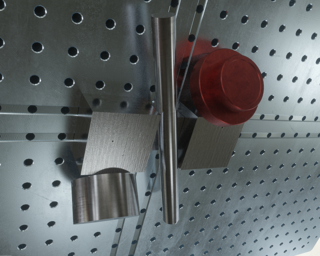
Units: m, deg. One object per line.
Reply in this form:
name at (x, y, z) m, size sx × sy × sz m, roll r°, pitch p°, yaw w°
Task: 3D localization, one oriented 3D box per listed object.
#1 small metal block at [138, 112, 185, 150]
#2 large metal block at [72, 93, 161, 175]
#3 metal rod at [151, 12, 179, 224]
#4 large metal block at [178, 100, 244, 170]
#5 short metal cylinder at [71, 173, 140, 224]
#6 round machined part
small metal block at (-0.001, 0.002, 0.413) m, size 0.050 × 0.025 × 0.050 m, roll 1°, pitch 118°, yaw -29°
large metal block at (-0.054, 0.007, 0.371) m, size 0.081 × 0.050 × 0.079 m, roll 2°, pitch 118°, yaw -30°
metal rod at (0.010, 0.012, 0.390) m, size 0.025 × 0.025 × 0.298 m, roll -16°, pitch 125°, yaw -19°
large metal block at (0.062, 0.010, 0.436) m, size 0.081 × 0.050 × 0.079 m, roll 1°, pitch 118°, yaw -29°
short metal cylinder at (-0.068, 0.089, 0.385) m, size 0.081 × 0.050 × 0.080 m, roll -8°, pitch 163°, yaw -2°
round machined part at (0.090, -0.052, 0.385) m, size 0.099 × 0.042 × 0.097 m, roll 4°, pitch 81°, yaw -28°
